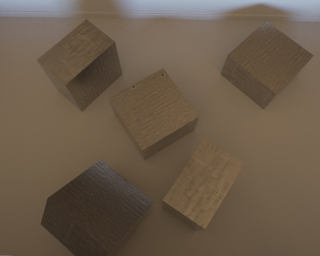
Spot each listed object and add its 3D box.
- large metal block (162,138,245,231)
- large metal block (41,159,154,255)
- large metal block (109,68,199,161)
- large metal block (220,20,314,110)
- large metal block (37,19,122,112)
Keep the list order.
[{"bbox_3d":[0.046,0.068,0.356,0.050,0.080,0.080,33,73,11],"label":"large metal block"},{"bbox_3d":[-0.068,0.094,0.341,0.080,0.050,0.080,37,38,12],"label":"large metal block"},{"bbox_3d":[-0.008,-0.017,0.403,0.080,0.050,0.080,-31,73,-11],"label":"large metal block"},{"bbox_3d":[0.146,-0.087,0.430,0.080,0.050,0.080,-43,76,-14],"label":"large metal block"},{"bbox_3d":[-0.100,-0.079,0.408,0.050,0.080,0.080,40,75,13],"label":"large metal block"}]
